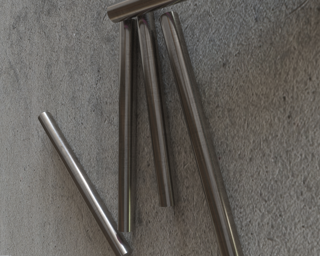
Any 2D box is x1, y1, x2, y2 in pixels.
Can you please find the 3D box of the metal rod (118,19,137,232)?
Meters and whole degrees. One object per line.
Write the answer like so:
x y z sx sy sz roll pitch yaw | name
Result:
-0.047 -0.004 0.443 0.025 0.025 0.298 1 91 40 | metal rod

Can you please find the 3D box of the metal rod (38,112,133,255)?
-0.134 0.082 0.515 0.300 0.025 0.025 51 120 28 | metal rod

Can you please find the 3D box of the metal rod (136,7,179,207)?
-0.007 -0.049 0.410 0.025 0.025 0.298 -12 82 39 | metal rod

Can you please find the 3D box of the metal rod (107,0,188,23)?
0.062 -0.162 0.335 0.300 0.025 0.025 -3 88 34 | metal rod

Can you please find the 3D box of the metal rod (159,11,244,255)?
0.045 0.001 0.367 0.025 0.025 0.299 -22 76 38 | metal rod
